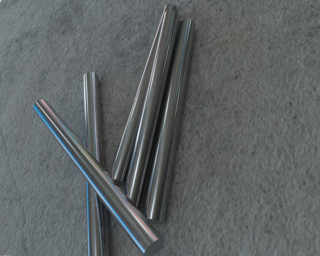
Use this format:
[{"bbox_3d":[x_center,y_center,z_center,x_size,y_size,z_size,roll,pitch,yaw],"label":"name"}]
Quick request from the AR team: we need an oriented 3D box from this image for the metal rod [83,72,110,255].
[{"bbox_3d":[-0.091,0.036,0.427,0.025,0.025,0.299,-22,54,15],"label":"metal rod"}]

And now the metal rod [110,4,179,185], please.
[{"bbox_3d":[-0.018,-0.064,0.450,0.025,0.025,0.300,1,62,28],"label":"metal rod"}]

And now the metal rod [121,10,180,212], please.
[{"bbox_3d":[-0.009,-0.034,0.416,0.025,0.025,0.299,-1,65,27],"label":"metal rod"}]

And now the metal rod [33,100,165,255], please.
[{"bbox_3d":[-0.096,0.042,0.393,0.025,0.025,0.300,-47,51,-5],"label":"metal rod"}]

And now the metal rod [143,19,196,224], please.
[{"bbox_3d":[0.017,-0.028,0.410,0.025,0.025,0.299,-3,60,26],"label":"metal rod"}]
